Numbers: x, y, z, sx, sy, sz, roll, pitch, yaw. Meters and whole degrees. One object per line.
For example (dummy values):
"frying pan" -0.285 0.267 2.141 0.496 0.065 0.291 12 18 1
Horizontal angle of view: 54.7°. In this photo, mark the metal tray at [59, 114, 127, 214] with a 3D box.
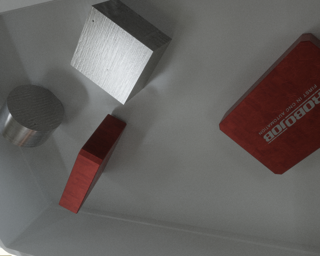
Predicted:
"metal tray" -0.097 0.052 0.445 0.030 0.090 0.129 29 129 -3

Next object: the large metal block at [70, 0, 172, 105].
"large metal block" -0.046 -0.089 0.361 0.080 0.050 0.080 37 129 2

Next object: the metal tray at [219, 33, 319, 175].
"metal tray" 0.136 -0.019 0.322 0.090 0.030 0.129 39 129 1

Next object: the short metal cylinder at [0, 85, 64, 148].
"short metal cylinder" -0.192 -0.018 0.461 0.080 0.080 0.050 47 129 -5
